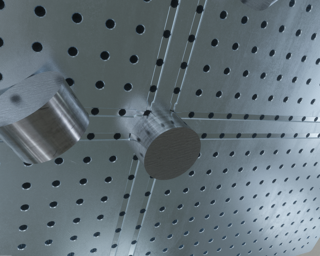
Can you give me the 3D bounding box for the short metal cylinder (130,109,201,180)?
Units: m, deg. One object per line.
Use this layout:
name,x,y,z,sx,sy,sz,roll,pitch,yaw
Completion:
short metal cylinder,0.007,0.022,0.412,0.081,0.050,0.079,-14,124,-21

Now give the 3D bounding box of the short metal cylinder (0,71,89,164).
short metal cylinder,-0.118,-0.012,0.304,0.080,0.080,0.050,-32,129,-8

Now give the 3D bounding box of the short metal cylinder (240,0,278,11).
short metal cylinder,0.111,-0.174,0.328,0.050,0.080,0.080,-37,129,-4
